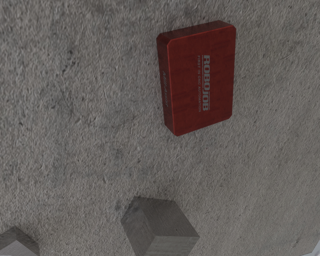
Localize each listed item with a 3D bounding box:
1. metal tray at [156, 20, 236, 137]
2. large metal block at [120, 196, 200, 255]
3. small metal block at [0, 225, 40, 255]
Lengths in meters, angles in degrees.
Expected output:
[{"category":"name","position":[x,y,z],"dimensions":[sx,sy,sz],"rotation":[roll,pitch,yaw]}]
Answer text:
[{"category":"metal tray","position":[0.048,-0.061,0.392],"dimensions":[0.091,0.030,0.129],"rotation":[-19,126,-18]},{"category":"large metal block","position":[-0.001,0.152,0.464],"dimensions":[0.081,0.080,0.050],"rotation":[16,110,-35]},{"category":"small metal block","position":[-0.194,0.162,0.402],"dimensions":[0.050,0.025,0.050],"rotation":[-32,129,-8]}]
